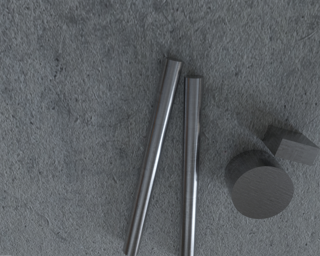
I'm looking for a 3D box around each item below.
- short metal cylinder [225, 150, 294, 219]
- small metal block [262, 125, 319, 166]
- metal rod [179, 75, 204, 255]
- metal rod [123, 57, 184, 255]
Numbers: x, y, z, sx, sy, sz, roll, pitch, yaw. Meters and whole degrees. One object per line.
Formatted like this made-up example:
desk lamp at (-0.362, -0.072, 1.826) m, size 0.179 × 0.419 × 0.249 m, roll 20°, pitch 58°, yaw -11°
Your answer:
short metal cylinder at (0.133, 0.077, 0.426) m, size 0.081 × 0.050 × 0.079 m, roll 0°, pitch 110°, yaw 0°
small metal block at (0.170, 0.022, 0.406) m, size 0.050 × 0.050 × 0.025 m, roll 15°, pitch 110°, yaw -6°
metal rod at (0.042, 0.076, 0.437) m, size 0.025 × 0.025 × 0.298 m, roll 0°, pitch 110°, yaw 0°
metal rod at (-0.014, 0.053, 0.429) m, size 0.025 × 0.025 × 0.298 m, roll 11°, pitch 110°, yaw -4°
